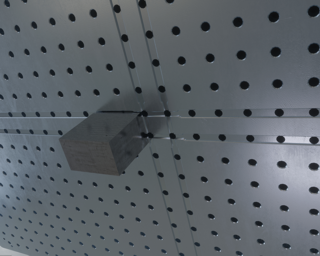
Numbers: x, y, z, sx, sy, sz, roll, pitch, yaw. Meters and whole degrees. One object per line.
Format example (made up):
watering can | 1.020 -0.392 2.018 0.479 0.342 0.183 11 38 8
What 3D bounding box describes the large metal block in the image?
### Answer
large metal block | -0.075 0.018 0.427 0.080 0.080 0.050 2 119 27
